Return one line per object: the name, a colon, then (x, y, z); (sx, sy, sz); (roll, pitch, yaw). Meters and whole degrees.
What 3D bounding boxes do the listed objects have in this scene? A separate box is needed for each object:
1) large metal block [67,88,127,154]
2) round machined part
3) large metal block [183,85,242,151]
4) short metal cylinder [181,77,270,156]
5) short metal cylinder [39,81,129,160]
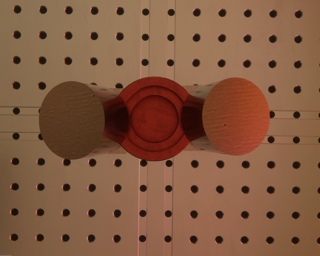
large metal block: (-0.081, -0.009, 0.400); (0.081, 0.050, 0.080); (1, 90, 0)
round machined part: (-0.006, -0.011, 0.375); (0.099, 0.042, 0.097); (0, 90, 0)
large metal block: (0.069, -0.013, 0.401); (0.081, 0.050, 0.080); (-1, 90, 0)
short metal cylinder: (0.070, -0.012, 0.338); (0.081, 0.050, 0.080); (0, 90, -20)
short metal cylinder: (-0.082, -0.008, 0.337); (0.080, 0.050, 0.079); (0, 91, 21)
